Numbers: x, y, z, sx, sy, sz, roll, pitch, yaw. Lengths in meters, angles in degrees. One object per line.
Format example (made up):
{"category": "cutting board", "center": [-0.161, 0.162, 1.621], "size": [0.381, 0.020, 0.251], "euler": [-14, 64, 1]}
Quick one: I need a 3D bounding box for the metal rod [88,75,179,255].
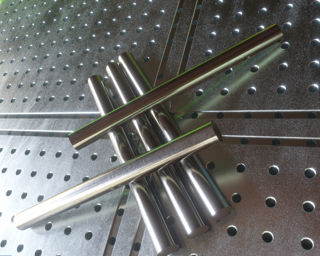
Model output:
{"category": "metal rod", "center": [-0.049, 0.026, 0.416], "size": [0.025, 0.025, 0.300], "euler": [-34, 52, 6]}

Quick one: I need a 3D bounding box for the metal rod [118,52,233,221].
{"category": "metal rod", "center": [0.004, -0.012, 0.412], "size": [0.025, 0.025, 0.300], "euler": [-35, 52, 5]}

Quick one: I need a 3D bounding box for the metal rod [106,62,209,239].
{"category": "metal rod", "center": [-0.018, 0.005, 0.413], "size": [0.025, 0.025, 0.300], "euler": [-34, 52, 6]}

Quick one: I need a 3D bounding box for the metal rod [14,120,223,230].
{"category": "metal rod", "center": [-0.066, 0.066, 0.374], "size": [0.300, 0.025, 0.025], "euler": [-27, 52, 21]}

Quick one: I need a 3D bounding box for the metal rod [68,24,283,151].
{"category": "metal rod", "center": [0.021, -0.053, 0.402], "size": [0.301, 0.025, 0.025], "euler": [-28, 52, -1]}
